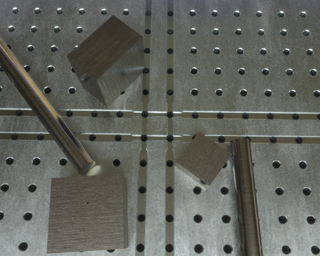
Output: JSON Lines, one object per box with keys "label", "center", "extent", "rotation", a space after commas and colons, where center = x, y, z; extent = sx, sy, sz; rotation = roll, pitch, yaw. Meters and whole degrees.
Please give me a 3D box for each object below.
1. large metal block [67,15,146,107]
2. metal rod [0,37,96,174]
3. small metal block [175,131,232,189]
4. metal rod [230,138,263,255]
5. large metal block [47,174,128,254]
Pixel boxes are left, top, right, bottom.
{"label": "large metal block", "center": [-0.066, -0.086, 0.413], "extent": [0.050, 0.080, 0.080], "rotation": [39, 75, 13]}
{"label": "metal rod", "center": [-0.187, -0.059, 0.431], "extent": [0.025, 0.025, 0.300], "rotation": [-37, 74, -12]}
{"label": "small metal block", "center": [0.055, 0.041, 0.397], "extent": [0.050, 0.025, 0.050], "rotation": [36, 74, 12]}
{"label": "metal rod", "center": [0.106, 0.158, 0.354], "extent": [0.025, 0.025, 0.299], "rotation": [-1, 70, 0]}
{"label": "large metal block", "center": [-0.080, 0.100, 0.361], "extent": [0.081, 0.050, 0.080], "rotation": [-3, 70, -1]}
